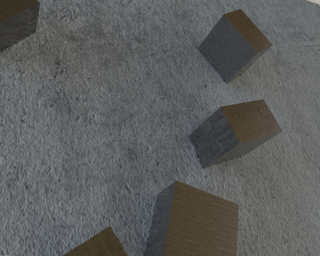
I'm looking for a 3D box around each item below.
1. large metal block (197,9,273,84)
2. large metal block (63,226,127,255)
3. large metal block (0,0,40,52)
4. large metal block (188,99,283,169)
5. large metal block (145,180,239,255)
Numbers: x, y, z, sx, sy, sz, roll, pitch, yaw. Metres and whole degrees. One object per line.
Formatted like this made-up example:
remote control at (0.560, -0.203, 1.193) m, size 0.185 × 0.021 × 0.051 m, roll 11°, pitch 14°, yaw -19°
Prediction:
large metal block at (0.123, -0.135, 0.517) m, size 0.050 × 0.080 × 0.080 m, roll -31°, pitch 79°, yaw -38°
large metal block at (-0.053, 0.138, 0.256) m, size 0.050 × 0.080 × 0.080 m, roll -25°, pitch 75°, yaw -37°
large metal block at (-0.204, -0.139, 0.362) m, size 0.080 × 0.050 × 0.080 m, roll 39°, pitch 51°, yaw -2°
large metal block at (0.099, 0.008, 0.417) m, size 0.081 × 0.080 × 0.050 m, roll -11°, pitch 68°, yaw -33°
large metal block at (0.035, 0.115, 0.337) m, size 0.080 × 0.050 × 0.080 m, roll 24°, pitch 53°, yaw -14°
